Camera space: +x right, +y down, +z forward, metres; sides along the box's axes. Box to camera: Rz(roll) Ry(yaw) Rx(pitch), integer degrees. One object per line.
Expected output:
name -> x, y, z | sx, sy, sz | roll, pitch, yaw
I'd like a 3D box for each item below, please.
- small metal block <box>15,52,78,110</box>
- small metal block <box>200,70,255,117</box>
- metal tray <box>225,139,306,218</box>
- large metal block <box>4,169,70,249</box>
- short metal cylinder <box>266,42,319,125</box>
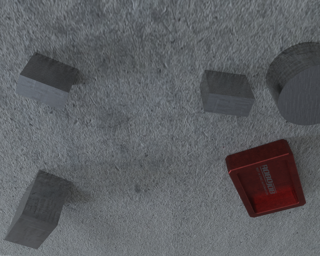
small metal block -> -0.124, -0.053, 0.344 | 0.050, 0.050, 0.025 | 21, 127, -17
small metal block -> 0.076, -0.041, 0.357 | 0.050, 0.050, 0.025 | 7, 130, -6
metal tray -> 0.164, 0.082, 0.474 | 0.090, 0.030, 0.130 | -20, 128, 16
large metal block -> -0.187, 0.125, 0.476 | 0.050, 0.080, 0.080 | 27, 125, -21
short metal cylinder -> 0.167, -0.049, 0.350 | 0.081, 0.050, 0.079 | 0, 130, 0
